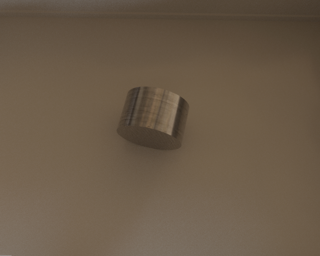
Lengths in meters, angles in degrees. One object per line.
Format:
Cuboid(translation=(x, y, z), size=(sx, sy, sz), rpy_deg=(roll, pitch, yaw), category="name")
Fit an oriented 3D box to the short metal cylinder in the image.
Cuboid(translation=(-0.008, -0.010, 0.384), size=(0.080, 0.080, 0.050), rpy_deg=(12, 71, 4), category="short metal cylinder")
